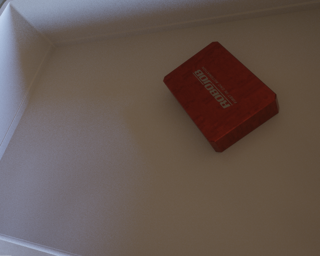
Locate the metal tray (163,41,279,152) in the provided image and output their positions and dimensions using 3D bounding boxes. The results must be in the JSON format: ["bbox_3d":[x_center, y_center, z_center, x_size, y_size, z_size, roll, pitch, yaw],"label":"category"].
[{"bbox_3d":[0.072,-0.044,0.391,0.090,0.030,0.130,-36,51,4],"label":"metal tray"}]
